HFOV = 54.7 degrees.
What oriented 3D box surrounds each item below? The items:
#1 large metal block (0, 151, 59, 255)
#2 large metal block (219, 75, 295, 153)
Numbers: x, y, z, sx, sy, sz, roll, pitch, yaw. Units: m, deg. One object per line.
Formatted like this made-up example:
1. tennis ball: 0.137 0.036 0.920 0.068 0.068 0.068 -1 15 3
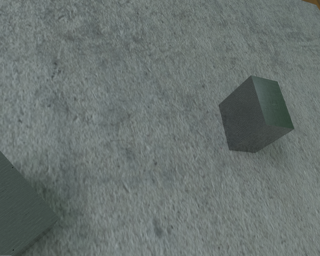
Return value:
1. large metal block: -0.148 0.079 0.260 0.080 0.050 0.080 47 51 4
2. large metal block: 0.137 -0.018 0.456 0.050 0.080 0.080 8 58 -25
